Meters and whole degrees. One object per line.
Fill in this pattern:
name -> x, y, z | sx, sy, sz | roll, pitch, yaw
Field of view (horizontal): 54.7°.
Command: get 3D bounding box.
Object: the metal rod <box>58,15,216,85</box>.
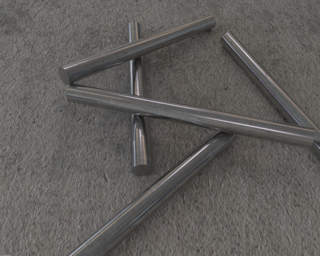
metal rod -> -0.016, -0.131, 0.483 | 0.302, 0.025, 0.025 | -30, 56, -34

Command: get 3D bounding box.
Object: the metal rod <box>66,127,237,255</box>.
metal rod -> -0.020, 0.086, 0.330 | 0.302, 0.025, 0.025 | -36, 59, -27

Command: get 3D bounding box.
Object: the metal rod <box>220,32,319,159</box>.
metal rod -> 0.168, -0.047, 0.443 | 0.025, 0.025, 0.300 | -16, 52, -13

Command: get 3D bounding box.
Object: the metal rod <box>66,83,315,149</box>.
metal rod -> 0.029, -0.017, 0.383 | 0.301, 0.025, 0.025 | 11, 51, 9

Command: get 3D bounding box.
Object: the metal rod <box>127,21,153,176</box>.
metal rod -> -0.033, -0.065, 0.457 | 0.025, 0.025, 0.300 | -4, 50, -3
